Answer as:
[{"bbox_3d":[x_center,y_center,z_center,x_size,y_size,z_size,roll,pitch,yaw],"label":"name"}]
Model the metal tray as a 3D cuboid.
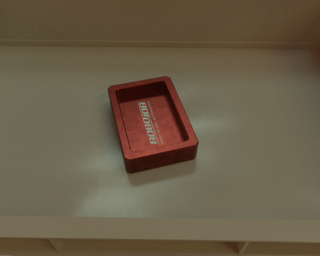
[{"bbox_3d":[-0.013,-0.010,0.410,0.091,0.030,0.130,-12,51,-10],"label":"metal tray"}]
